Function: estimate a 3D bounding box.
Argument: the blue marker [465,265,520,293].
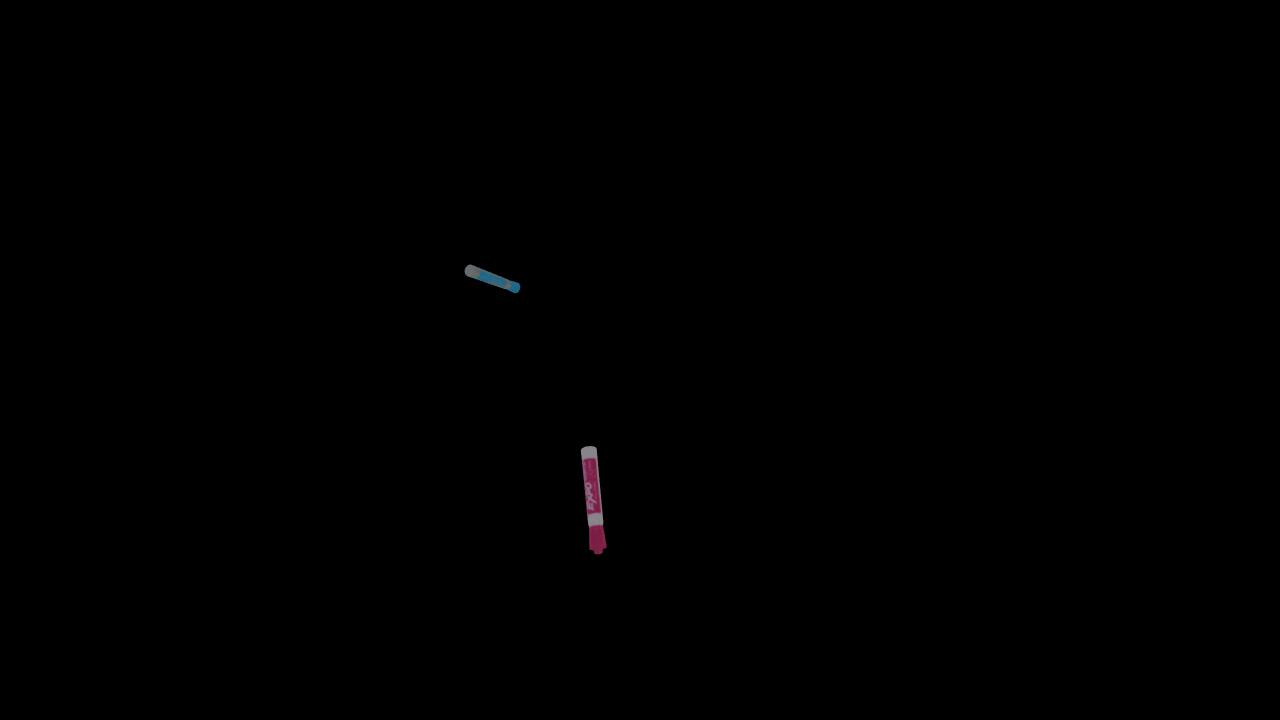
[{"bbox_3d":[-0.234,-0.129,0.992,0.020,0.020,0.121,0,-8,27],"label":"blue marker"}]

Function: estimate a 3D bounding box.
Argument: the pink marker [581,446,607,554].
[{"bbox_3d":[-0.052,0.155,0.688,0.020,0.121,0.020,-6,-31,-4],"label":"pink marker"}]
